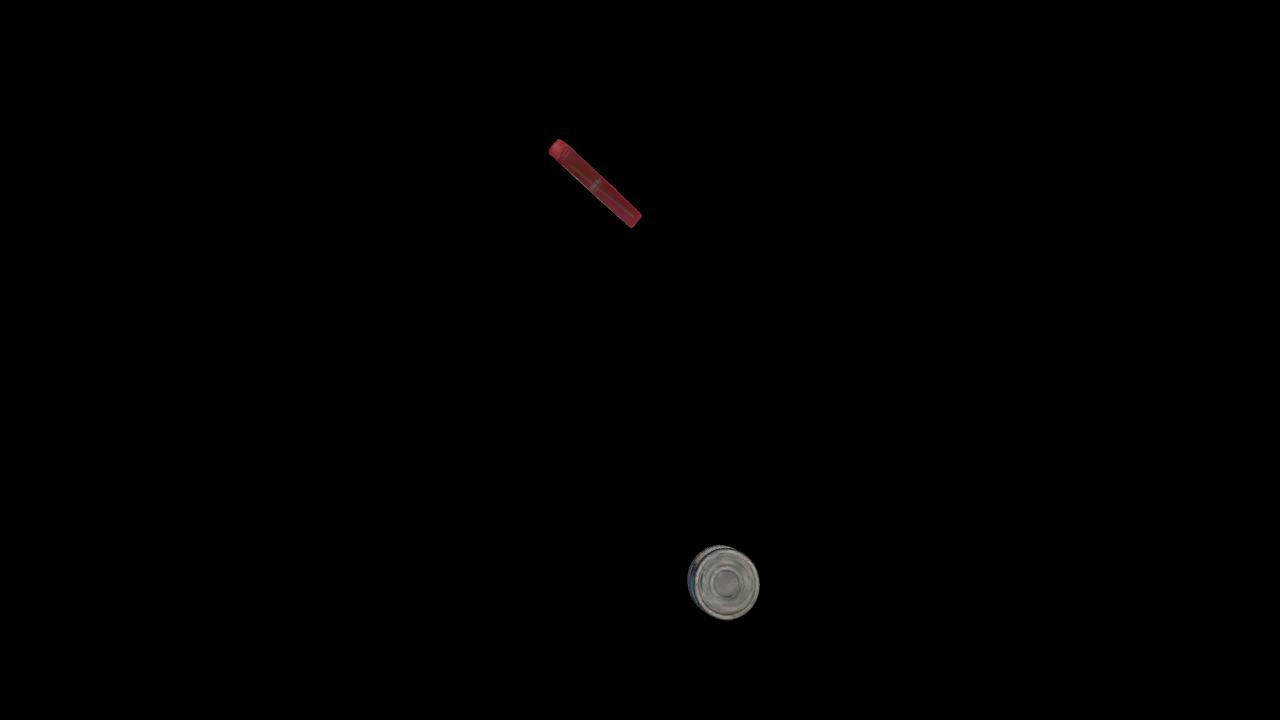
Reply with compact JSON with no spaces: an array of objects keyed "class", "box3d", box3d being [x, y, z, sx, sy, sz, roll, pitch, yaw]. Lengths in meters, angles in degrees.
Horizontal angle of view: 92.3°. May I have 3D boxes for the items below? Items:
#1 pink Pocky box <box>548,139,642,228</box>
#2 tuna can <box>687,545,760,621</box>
[{"class":"pink Pocky box","box3d":[-0.068,-0.267,0.930,0.155,0.029,0.084,38,10,-29]},{"class":"tuna can","box3d":[0.102,0.270,0.746,0.084,0.084,0.034,0,-11,-7]}]
